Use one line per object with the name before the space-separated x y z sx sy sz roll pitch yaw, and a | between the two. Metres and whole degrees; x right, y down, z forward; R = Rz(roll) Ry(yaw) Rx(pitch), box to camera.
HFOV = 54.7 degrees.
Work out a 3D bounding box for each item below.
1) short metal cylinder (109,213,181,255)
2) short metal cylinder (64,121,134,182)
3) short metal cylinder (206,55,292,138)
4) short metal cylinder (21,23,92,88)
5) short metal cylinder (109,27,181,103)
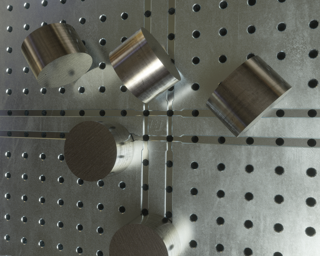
short metal cylinder | -0.019 0.158 0.406 0.080 0.050 0.079 0 90 20
short metal cylinder | -0.083 0.030 0.429 0.080 0.050 0.079 0 91 20
short metal cylinder | 0.099 -0.034 0.348 0.080 0.080 0.050 -45 76 14
short metal cylinder | -0.143 -0.100 0.434 0.080 0.080 0.050 -34 79 17
short metal cylinder | -0.018 -0.078 0.389 0.050 0.080 0.080 -34 79 17
